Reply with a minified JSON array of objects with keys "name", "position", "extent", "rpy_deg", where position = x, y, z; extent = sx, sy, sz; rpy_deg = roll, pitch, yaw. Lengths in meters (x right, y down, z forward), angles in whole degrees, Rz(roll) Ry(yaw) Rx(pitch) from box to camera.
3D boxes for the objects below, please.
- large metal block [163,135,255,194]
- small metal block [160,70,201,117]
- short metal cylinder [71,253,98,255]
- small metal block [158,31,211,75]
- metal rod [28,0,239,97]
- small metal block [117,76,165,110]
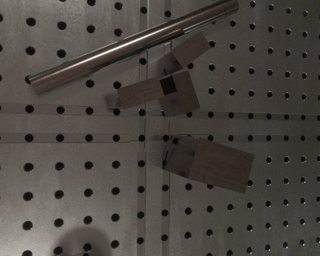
[{"name":"large metal block","position":[0.061,0.046,0.407],"extent":[0.081,0.080,0.050],"rpy_deg":[18,84,-20]},{"name":"small metal block","position":[0.022,-0.044,0.407],"extent":[0.025,0.050,0.050],"rpy_deg":[-22,98,-27]},{"name":"short metal cylinder","position":[-0.092,0.198,0.366],"extent":[0.081,0.050,0.079],"rpy_deg":[0,90,-21]},{"name":"small metal block","position":[0.032,-0.099,0.412],"extent":[0.050,0.050,0.025],"rpy_deg":[-39,103,-16]},{"name":"metal rod","position":[-0.020,-0.114,0.405],"extent":[0.302,0.025,0.025],"rpy_deg":[-28,100,-18]},{"name":"small metal block","position":[-0.022,-0.044,0.384],"extent":[0.050,0.050,0.025],"rpy_deg":[-18,97,2]}]
